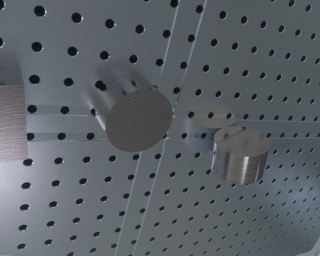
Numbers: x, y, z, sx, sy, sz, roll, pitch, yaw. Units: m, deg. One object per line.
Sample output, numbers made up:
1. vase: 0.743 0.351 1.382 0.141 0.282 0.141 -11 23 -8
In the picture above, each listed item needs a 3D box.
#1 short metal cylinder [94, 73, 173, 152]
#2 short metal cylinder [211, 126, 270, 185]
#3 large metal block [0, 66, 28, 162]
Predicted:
1. short metal cylinder: -0.032 -0.018 0.366 0.081 0.050 0.079 -14 124 -21
2. short metal cylinder: 0.119 0.039 0.465 0.081 0.080 0.050 -13 124 -22
3. large metal block: -0.173 -0.012 0.293 0.081 0.050 0.079 -5 121 -26
